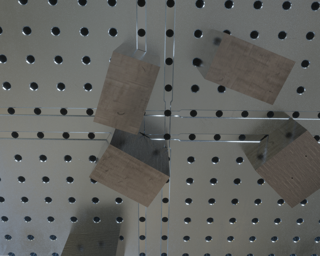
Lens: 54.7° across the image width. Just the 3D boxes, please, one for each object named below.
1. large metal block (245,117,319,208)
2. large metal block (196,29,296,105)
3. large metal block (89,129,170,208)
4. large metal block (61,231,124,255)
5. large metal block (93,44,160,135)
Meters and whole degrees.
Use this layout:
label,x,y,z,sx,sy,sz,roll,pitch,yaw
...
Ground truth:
label,x,y,z,sx,sy,sz,roll,pitch,yaw
large metal block,0.178,0.047,0.420,0.080,0.050,0.080,-42,105,13
large metal block,0.093,-0.074,0.358,0.080,0.080,0.050,20,109,-8
large metal block,-0.036,0.044,0.400,0.080,0.080,0.050,30,107,-11
large metal block,-0.100,0.201,0.457,0.080,0.080,0.050,-5,110,1
large metal block,-0.037,-0.049,0.366,0.050,0.080,0.079,18,109,-7
